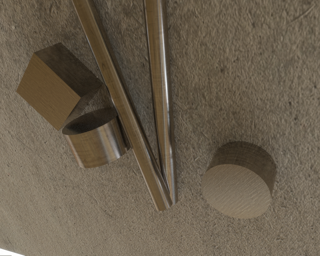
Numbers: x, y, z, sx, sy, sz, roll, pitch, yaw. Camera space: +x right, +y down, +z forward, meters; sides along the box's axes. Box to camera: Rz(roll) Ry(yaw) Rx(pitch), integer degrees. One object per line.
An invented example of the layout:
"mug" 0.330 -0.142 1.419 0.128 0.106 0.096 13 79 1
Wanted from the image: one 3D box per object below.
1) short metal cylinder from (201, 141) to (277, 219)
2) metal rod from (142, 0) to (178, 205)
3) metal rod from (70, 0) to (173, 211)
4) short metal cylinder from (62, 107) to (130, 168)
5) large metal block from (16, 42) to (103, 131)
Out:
"short metal cylinder" 0.097 0.063 0.379 0.080 0.050 0.079 13 124 21
"metal rod" 0.004 -0.021 0.391 0.025 0.025 0.298 9 123 23
"metal rod" -0.045 -0.026 0.396 0.025 0.025 0.298 -11 108 33
"short metal cylinder" -0.085 0.011 0.423 0.080 0.080 0.050 -4 116 30
"large metal block" -0.140 -0.056 0.429 0.080 0.050 0.080 44 129 -3
